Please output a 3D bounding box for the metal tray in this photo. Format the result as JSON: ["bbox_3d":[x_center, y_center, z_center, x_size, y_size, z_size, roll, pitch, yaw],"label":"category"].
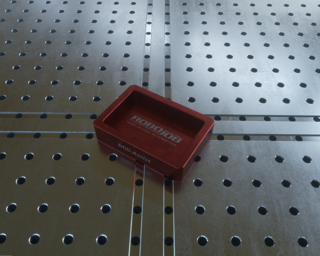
[{"bbox_3d":[-0.008,0.001,0.402,0.130,0.030,0.090,26,54,19],"label":"metal tray"}]
